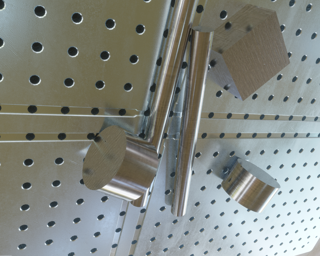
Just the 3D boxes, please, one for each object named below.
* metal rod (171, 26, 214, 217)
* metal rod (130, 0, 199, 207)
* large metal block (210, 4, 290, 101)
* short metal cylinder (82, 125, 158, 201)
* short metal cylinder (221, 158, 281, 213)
[{"bbox_3d":[0.039,0.013,0.431,0.025,0.025,0.298,-11,126,-22],"label":"metal rod"},{"bbox_3d":[0.000,-0.022,0.397,0.025,0.025,0.298,-1,119,-28],"label":"metal rod"},{"bbox_3d":[0.109,-0.096,0.395,0.080,0.050,0.080,-39,130,-2],"label":"large metal block"},{"bbox_3d":[-0.049,0.043,0.376,0.050,0.080,0.080,31,101,-38],"label":"short metal cylinder"},{"bbox_3d":[0.150,0.094,0.516,0.080,0.080,0.050,20,108,-36],"label":"short metal cylinder"}]
